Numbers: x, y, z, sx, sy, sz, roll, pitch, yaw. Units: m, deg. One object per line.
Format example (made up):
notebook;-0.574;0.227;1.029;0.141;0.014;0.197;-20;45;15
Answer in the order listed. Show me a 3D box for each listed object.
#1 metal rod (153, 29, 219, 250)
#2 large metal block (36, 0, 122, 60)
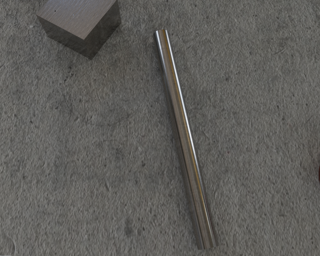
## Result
metal rod;0.029;0.000;0.408;0.025;0.025;0.299;-10;70;-4
large metal block;-0.115;-0.160;0.452;0.080;0.050;0.080;29;72;10
